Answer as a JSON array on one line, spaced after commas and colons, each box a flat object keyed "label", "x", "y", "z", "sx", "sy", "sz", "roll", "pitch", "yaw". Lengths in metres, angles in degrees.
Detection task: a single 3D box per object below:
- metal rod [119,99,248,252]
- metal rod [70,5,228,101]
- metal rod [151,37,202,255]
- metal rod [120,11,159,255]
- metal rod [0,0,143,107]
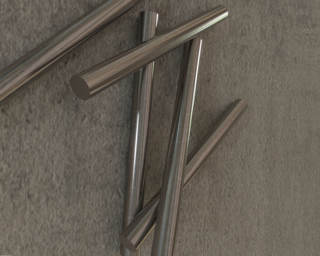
[{"label": "metal rod", "x": 0.051, "y": 0.044, "z": 0.430, "sx": 0.302, "sy": 0.025, "sz": 0.025, "roll": -44, "pitch": 117, "yaw": -38}, {"label": "metal rod", "x": 0.011, "y": -0.109, "z": 0.385, "sx": 0.302, "sy": 0.025, "sz": 0.025, "roll": -41, "pitch": 115, "yaw": -43}, {"label": "metal rod", "x": 0.025, "y": 0.009, "z": 0.388, "sx": 0.025, "sy": 0.025, "sz": 0.299, "roll": 29, "pitch": 60, "yaw": -37}, {"label": "metal rod", "x": -0.025, "y": 0.005, "z": 0.385, "sx": 0.025, "sy": 0.025, "sz": 0.298, "roll": 7, "pitch": 86, "yaw": -40}, {"label": "metal rod", "x": -0.080, "y": -0.110, "z": 0.338, "sx": 0.301, "sy": 0.025, "sz": 0.025, "roll": -49, "pitch": 119, "yaw": -29}]
